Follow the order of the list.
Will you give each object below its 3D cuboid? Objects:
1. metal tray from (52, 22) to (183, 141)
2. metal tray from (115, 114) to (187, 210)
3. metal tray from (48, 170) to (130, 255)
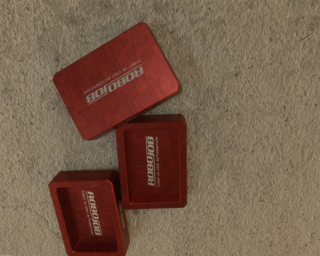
[{"bbox_3d":[-0.051,-0.053,0.370,0.130,0.030,0.090,-28,86,9],"label":"metal tray"},{"bbox_3d":[-0.009,0.048,0.424,0.091,0.030,0.129,-2,110,0],"label":"metal tray"},{"bbox_3d":[-0.099,0.125,0.445,0.090,0.030,0.129,-3,110,9],"label":"metal tray"}]
